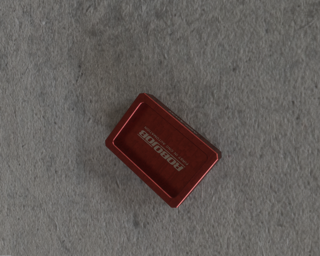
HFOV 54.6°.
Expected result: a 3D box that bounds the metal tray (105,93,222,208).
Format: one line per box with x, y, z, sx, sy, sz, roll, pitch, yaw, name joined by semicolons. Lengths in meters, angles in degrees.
0.002;0.027;0.405;0.130;0.030;0.090;41;103;15;metal tray
